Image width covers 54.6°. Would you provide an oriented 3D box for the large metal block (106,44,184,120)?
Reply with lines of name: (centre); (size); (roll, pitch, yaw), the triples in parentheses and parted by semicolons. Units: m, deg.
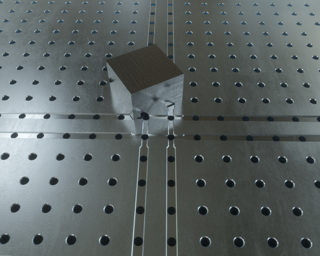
large metal block: (-0.022, -0.069, 0.450); (0.081, 0.050, 0.080); (-24, 54, -19)
